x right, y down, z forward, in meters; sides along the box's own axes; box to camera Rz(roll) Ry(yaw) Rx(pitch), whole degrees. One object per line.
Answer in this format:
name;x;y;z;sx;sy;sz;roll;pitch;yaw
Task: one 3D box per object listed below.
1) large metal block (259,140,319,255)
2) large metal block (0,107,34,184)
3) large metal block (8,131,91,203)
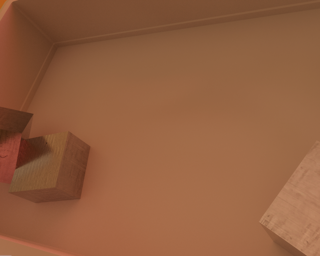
large metal block;0.134;0.070;0.257;0.050;0.080;0.080;33;80;38
large metal block;-0.226;0.023;0.452;0.080;0.050;0.079;-116;42;-66
large metal block;-0.153;0.057;0.435;0.080;0.050;0.080;-10;57;23
